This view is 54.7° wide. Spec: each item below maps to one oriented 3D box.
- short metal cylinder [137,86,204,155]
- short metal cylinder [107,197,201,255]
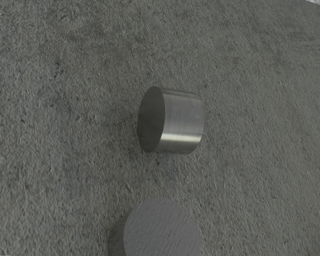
[{"bbox_3d":[0.011,-0.008,0.379,0.050,0.080,0.080,6,59,-25],"label":"short metal cylinder"},{"bbox_3d":[-0.007,0.116,0.313,0.081,0.050,0.080,14,56,-21],"label":"short metal cylinder"}]
